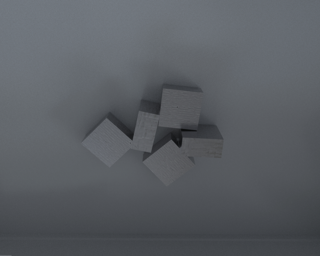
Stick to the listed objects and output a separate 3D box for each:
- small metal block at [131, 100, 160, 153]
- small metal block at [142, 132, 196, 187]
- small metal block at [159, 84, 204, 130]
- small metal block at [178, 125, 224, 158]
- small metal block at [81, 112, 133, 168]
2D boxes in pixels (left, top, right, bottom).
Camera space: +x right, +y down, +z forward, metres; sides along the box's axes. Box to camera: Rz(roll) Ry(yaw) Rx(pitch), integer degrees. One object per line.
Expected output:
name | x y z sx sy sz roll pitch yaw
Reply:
small metal block | -0.018 -0.003 0.394 0.025 0.050 0.050 12 110 -5
small metal block | 0.012 0.043 0.425 0.050 0.025 0.050 -39 106 12
small metal block | 0.026 -0.027 0.400 0.050 0.025 0.050 6 110 -3
small metal block | 0.052 0.016 0.402 0.050 0.050 0.025 3 110 -2
small metal block | -0.068 0.016 0.414 0.050 0.025 0.050 -43 105 14
